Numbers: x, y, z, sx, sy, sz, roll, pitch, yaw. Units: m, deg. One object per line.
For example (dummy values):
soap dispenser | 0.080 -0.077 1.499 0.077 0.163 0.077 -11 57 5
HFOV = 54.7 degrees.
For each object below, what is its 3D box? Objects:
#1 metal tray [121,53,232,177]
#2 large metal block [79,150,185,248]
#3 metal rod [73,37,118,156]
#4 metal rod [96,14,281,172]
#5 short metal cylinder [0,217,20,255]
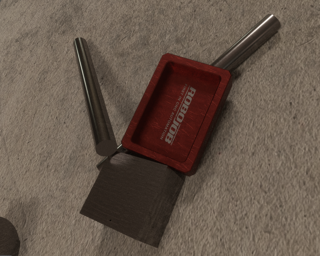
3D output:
metal tray | 0.022 -0.018 0.374 0.090 0.030 0.130 21 79 19
large metal block | -0.030 0.079 0.354 0.080 0.050 0.080 12 68 32
metal rod | -0.105 -0.067 0.465 0.025 0.025 0.300 -33 42 6
metal rod | 0.038 -0.042 0.408 0.300 0.025 0.025 -41 51 -1
short metal cylinder | -0.229 0.156 0.391 0.050 0.080 0.080 -14 56 20
